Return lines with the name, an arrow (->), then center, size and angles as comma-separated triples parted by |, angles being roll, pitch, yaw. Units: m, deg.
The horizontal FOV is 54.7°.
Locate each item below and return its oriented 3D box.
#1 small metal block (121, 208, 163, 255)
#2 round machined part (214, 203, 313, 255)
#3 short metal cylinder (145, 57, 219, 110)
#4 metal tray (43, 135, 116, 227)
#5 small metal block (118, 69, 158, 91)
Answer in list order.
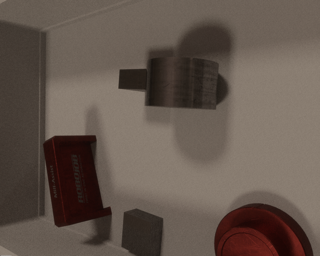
small metal block -> -0.025, 0.144, 0.425 | 0.050, 0.025, 0.050 | 8, 95, 39
round machined part -> 0.098, 0.129, 0.314 | 0.098, 0.042, 0.097 | 0, 90, 39
short metal cylinder -> 0.024, -0.048, 0.350 | 0.080, 0.081, 0.050 | 5, 94, 39
metal tray -> -0.123, 0.077, 0.479 | 0.030, 0.091, 0.129 | -23, 74, 39
small metal block -> -0.018, -0.061, 0.403 | 0.050, 0.050, 0.025 | 7, 95, 39
